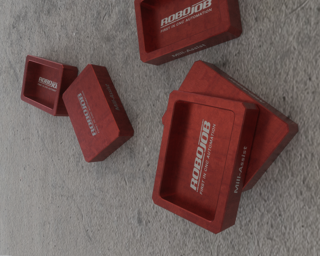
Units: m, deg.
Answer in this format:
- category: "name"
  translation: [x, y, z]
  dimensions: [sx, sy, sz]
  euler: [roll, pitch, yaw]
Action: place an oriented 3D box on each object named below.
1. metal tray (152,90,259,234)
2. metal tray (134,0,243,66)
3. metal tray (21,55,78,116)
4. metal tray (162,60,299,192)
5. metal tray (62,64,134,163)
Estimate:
- category: "metal tray"
  translation: [0.043, 0.031, 0.325]
  dimensions: [0.090, 0.030, 0.129]
  euler: [16, 100, 39]
- category: "metal tray"
  translation: [0.029, -0.137, 0.377]
  dimensions: [0.130, 0.030, 0.089]
  euler: [-11, 83, 39]
- category: "metal tray"
  translation: [-0.208, -0.080, 0.573]
  dimensions: [0.130, 0.030, 0.089]
  euler: [21, 103, 38]
- category: "metal tray"
  translation: [0.070, -0.004, 0.344]
  dimensions: [0.130, 0.030, 0.089]
  euler: [45, 117, 30]
- category: "metal tray"
  translation: [-0.101, -0.023, 0.485]
  dimensions: [0.090, 0.030, 0.130]
  euler: [-39, 67, 33]
